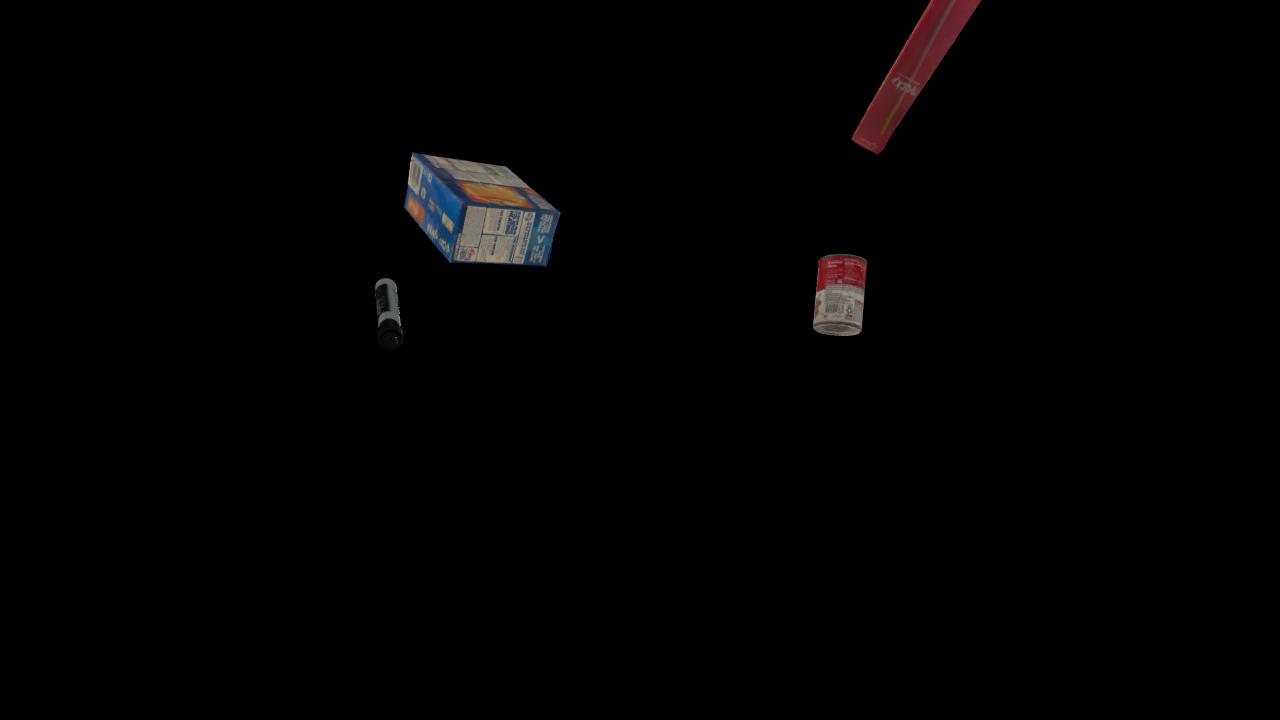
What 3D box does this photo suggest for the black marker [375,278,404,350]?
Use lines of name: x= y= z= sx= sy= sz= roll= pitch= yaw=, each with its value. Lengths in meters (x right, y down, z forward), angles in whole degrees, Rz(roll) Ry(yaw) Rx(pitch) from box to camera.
black marker: x=-0.215 y=-0.041 z=0.524 sx=0.020 sy=0.020 sz=0.121 roll=0 pitch=26 yaw=-24

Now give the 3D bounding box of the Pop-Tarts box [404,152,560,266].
Pop-Tarts box: x=-0.214 y=-0.200 z=0.823 sx=0.141 sy=0.083 sz=0.167 roll=-6 pitch=39 yaw=-41

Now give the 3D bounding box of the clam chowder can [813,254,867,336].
clam chowder can: x=0.284 y=-0.091 z=0.873 sx=0.068 sy=0.102 sz=0.068 roll=7 pitch=-10 yaw=1

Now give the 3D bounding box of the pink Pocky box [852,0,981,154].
pink Pocky box: x=0.214 y=-0.236 z=0.455 sx=0.029 sy=0.084 sz=0.155 roll=31 pitch=-23 yaw=7
